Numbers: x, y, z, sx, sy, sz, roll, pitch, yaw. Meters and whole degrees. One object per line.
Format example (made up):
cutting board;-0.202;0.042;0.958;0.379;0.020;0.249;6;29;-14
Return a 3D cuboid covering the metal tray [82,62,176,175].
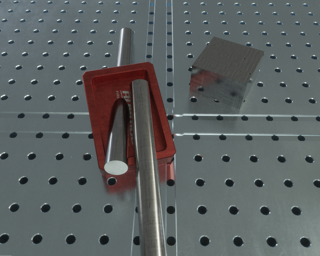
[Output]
metal tray;-0.040;-0.014;0.387;0.091;0.030;0.130;-11;71;-10

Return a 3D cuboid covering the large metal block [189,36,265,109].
large metal block;0.099;-0.084;0.463;0.080;0.050;0.080;23;54;18

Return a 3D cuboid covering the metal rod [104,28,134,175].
metal rod;-0.053;-0.061;0.439;0.025;0.025;0.300;-2;44;-2

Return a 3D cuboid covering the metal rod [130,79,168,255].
metal rod;-0.011;0.074;0.315;0.025;0.025;0.299;-4;59;-4
